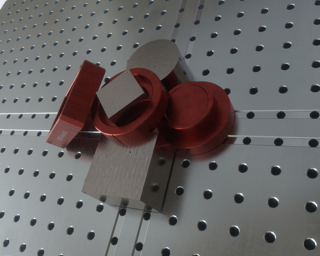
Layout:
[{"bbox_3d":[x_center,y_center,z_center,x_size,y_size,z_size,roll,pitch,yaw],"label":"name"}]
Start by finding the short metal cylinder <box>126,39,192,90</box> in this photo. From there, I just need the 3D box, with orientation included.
[{"bbox_3d":[-0.001,-0.078,0.440,0.080,0.050,0.080,-13,56,21],"label":"short metal cylinder"}]

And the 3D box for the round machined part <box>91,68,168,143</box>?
[{"bbox_3d":[-0.034,-0.025,0.393,0.098,0.042,0.098,-13,56,21],"label":"round machined part"}]

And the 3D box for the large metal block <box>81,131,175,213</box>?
[{"bbox_3d":[-0.036,0.051,0.376,0.080,0.050,0.080,1,62,28],"label":"large metal block"}]

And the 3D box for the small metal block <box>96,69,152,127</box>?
[{"bbox_3d":[-0.043,-0.036,0.374,0.050,0.025,0.050,-36,51,4],"label":"small metal block"}]

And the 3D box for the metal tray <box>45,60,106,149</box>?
[{"bbox_3d":[-0.123,-0.029,0.441,0.129,0.030,0.090,-31,39,58],"label":"metal tray"}]

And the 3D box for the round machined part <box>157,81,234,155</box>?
[{"bbox_3d":[0.039,-0.019,0.387,0.098,0.042,0.098,-13,56,21],"label":"round machined part"}]
